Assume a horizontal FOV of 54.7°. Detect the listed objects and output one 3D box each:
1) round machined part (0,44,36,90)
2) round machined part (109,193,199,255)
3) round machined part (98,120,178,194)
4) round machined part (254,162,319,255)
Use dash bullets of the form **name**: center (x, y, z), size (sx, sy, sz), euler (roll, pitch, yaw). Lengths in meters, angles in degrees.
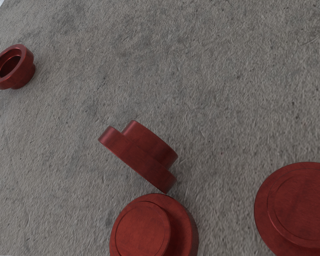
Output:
- **round machined part**: center (-0.290, -0.116, 0.617), size (0.098, 0.042, 0.098), euler (-13, 56, 21)
- **round machined part**: center (-0.012, 0.116, 0.328), size (0.098, 0.042, 0.098), euler (-13, 56, 21)
- **round machined part**: center (-0.018, 0.028, 0.350), size (0.098, 0.098, 0.042), euler (32, 80, 38)
- **round machined part**: center (0.134, 0.075, 0.276), size (0.098, 0.042, 0.098), euler (-13, 56, 21)
